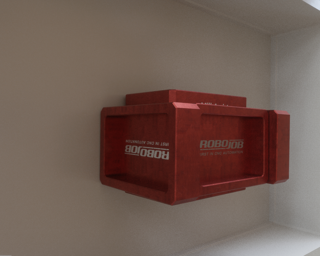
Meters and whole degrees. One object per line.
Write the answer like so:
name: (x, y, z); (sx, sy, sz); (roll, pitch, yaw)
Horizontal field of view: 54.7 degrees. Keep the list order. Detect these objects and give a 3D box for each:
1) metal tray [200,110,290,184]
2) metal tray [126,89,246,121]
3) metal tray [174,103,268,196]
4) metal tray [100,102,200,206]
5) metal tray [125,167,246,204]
metal tray: (0.109, 0.022, 0.426); (0.030, 0.130, 0.089); (1, 90, -40)
metal tray: (0.034, -0.025, 0.389); (0.131, 0.090, 0.030); (0, 91, -40)
metal tray: (0.072, 0.022, 0.344); (0.131, 0.030, 0.089); (1, 89, -40)
metal tray: (-0.017, 0.022, 0.322); (0.030, 0.130, 0.089); (1, 90, -40)
metal tray: (0.033, 0.064, 0.388); (0.131, 0.090, 0.030); (0, 90, -40)
